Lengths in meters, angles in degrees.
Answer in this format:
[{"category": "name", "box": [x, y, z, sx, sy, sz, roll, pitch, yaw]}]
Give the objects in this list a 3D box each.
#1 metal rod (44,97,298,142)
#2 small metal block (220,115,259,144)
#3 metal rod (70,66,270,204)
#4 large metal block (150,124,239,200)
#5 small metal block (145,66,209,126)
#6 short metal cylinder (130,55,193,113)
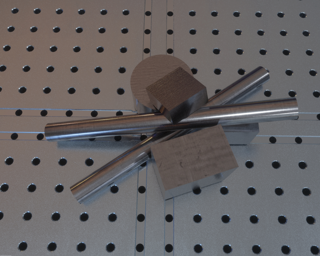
[{"category": "metal rod", "box": [0.003, -0.008, 0.373, 0.301, 0.025, 0.025, -5, 70, 12]}, {"category": "small metal block", "box": [0.093, 0.002, 0.395, 0.050, 0.050, 0.025, 0, 70, 1]}, {"category": "metal rod", "box": [0.021, 0.003, 0.408, 0.301, 0.025, 0.025, -33, 73, -11]}, {"category": "large metal block", "box": [0.036, 0.043, 0.362, 0.081, 0.080, 0.050, -17, 71, -6]}, {"category": "small metal block", "box": [0.020, -0.038, 0.360, 0.050, 0.025, 0.050, -34, 51, -11]}, {"category": "short metal cylinder", "box": [0.003, -0.050, 0.413, 0.081, 0.050, 0.080, 0, 69, 0]}]
